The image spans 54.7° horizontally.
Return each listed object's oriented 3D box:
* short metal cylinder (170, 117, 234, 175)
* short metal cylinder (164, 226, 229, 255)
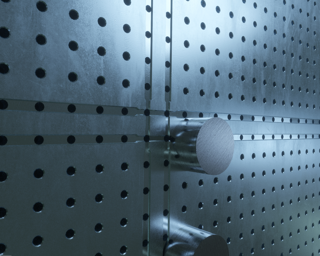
[{"bbox_3d":[0.061,0.025,0.444,0.081,0.050,0.079,0,90,-40],"label":"short metal cylinder"},{"bbox_3d":[0.052,0.185,0.437,0.081,0.050,0.079,0,90,-40],"label":"short metal cylinder"}]
